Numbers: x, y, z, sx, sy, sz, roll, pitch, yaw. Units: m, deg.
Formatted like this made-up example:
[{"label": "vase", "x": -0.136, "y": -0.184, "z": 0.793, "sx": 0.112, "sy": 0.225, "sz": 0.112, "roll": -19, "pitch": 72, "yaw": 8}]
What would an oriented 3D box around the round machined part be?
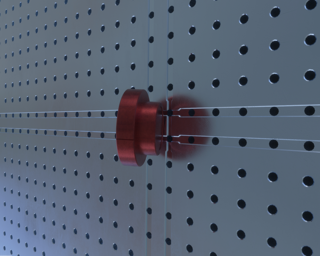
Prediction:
[{"label": "round machined part", "x": -0.020, "y": 0.000, "z": 0.392, "sx": 0.042, "sy": 0.098, "sz": 0.097, "roll": 3, "pitch": 92, "yaw": 9}]
